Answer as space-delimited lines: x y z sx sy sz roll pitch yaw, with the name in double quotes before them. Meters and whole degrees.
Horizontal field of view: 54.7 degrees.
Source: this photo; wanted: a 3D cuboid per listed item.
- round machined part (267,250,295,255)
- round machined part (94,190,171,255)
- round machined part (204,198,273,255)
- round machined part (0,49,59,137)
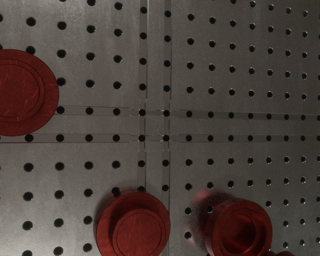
"round machined part" 0.162 0.221 0.453 0.099 0.042 0.097 -16 118 -31
"round machined part" -0.032 0.131 0.393 0.099 0.042 0.097 0 90 -21
"round machined part" 0.108 0.149 0.444 0.099 0.042 0.097 1 88 -19
"round machined part" -0.164 -0.039 0.343 0.099 0.042 0.097 0 90 -20
